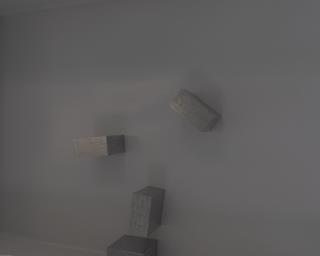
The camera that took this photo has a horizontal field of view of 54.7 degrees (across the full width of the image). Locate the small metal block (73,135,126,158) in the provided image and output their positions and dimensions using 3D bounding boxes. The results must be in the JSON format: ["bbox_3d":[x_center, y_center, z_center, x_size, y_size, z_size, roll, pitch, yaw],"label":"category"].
[{"bbox_3d":[-0.082,0.025,0.426,0.050,0.050,0.025,-6,88,20],"label":"small metal block"}]

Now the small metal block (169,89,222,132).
[{"bbox_3d":[0.045,-0.021,0.381,0.050,0.050,0.025,41,103,15],"label":"small metal block"}]

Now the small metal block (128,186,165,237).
[{"bbox_3d":[-0.016,0.107,0.403,0.025,0.050,0.050,8,93,20],"label":"small metal block"}]

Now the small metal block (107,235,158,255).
[{"bbox_3d":[-0.036,0.165,0.410,0.050,0.050,0.025,1,91,20],"label":"small metal block"}]
